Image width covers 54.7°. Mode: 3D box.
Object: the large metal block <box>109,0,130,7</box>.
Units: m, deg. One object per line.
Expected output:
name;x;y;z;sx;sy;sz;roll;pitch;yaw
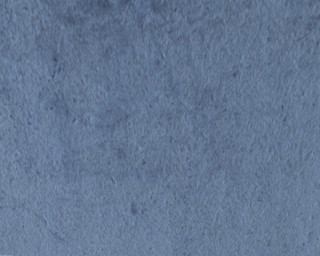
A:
large metal block;-0.059;-0.170;0.317;0.080;0.080;0.050;33;107;-12
